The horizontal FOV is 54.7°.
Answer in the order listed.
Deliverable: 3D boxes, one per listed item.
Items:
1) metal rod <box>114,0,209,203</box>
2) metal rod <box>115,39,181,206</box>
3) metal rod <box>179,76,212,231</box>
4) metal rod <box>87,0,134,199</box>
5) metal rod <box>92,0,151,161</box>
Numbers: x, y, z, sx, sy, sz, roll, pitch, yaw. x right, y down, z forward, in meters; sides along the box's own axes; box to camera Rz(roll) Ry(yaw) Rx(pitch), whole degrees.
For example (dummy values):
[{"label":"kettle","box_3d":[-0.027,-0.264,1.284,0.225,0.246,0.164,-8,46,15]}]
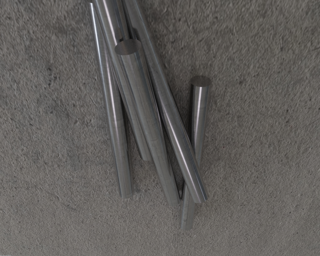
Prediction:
[{"label":"metal rod","box_3d":[0.011,-0.017,0.371,0.025,0.025,0.299,-15,123,12]},{"label":"metal rod","box_3d":[-0.004,0.021,0.395,0.025,0.025,0.299,-8,139,6]},{"label":"metal rod","box_3d":[0.047,0.059,0.457,0.025,0.025,0.298,0,130,0]},{"label":"metal rod","box_3d":[-0.056,-0.011,0.396,0.025,0.025,0.298,-1,130,0]},{"label":"metal rod","box_3d":[-0.037,-0.064,0.329,0.025,0.025,0.299,-6,137,5]}]
